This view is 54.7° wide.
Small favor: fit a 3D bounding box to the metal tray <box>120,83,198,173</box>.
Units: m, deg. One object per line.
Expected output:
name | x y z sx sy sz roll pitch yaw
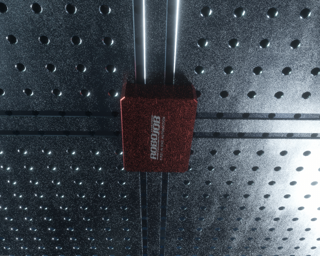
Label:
metal tray | -0.003 0.005 0.411 0.091 0.030 0.129 1 130 -2
